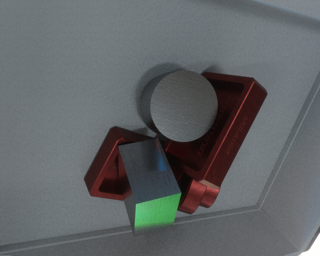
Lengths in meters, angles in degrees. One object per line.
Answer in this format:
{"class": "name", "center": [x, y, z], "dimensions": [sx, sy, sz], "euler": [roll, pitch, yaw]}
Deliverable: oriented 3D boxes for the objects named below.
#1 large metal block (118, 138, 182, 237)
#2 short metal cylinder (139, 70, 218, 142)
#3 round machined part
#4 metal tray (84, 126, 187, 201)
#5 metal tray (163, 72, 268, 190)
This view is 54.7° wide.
{"class": "large metal block", "center": [-0.017, 0.072, 0.378], "dimensions": [0.050, 0.080, 0.079], "euler": [-10, 139, -16]}
{"class": "short metal cylinder", "center": [0.021, -0.026, 0.368], "dimensions": [0.081, 0.050, 0.079], "euler": [-2, 96, -17]}
{"class": "round machined part", "center": [0.056, 0.073, 0.433], "dimensions": [0.042, 0.098, 0.097], "euler": [19, 112, -4]}
{"class": "metal tray", "center": [-0.025, 0.058, 0.426], "dimensions": [0.131, 0.030, 0.090], "euler": [19, 108, -36]}
{"class": "metal tray", "center": [0.061, -0.002, 0.378], "dimensions": [0.030, 0.090, 0.130], "euler": [31, 85, -35]}
